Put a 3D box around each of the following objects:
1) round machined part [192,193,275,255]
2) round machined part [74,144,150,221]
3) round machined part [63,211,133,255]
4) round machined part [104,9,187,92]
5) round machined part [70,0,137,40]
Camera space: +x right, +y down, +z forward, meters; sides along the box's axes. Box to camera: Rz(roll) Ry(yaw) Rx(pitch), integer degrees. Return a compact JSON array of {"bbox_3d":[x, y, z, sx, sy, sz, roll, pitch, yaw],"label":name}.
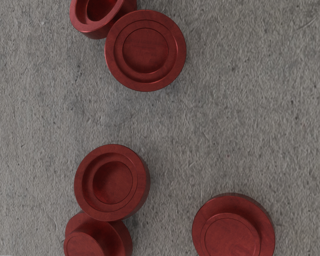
[{"bbox_3d":[0.085,0.130,0.370,0.098,0.042,0.097,0,90,20],"label":"round machined part"},{"bbox_3d":[-0.060,0.073,0.412,0.098,0.042,0.098,-4,72,13],"label":"round machined part"},{"bbox_3d":[-0.090,0.160,0.420,0.098,0.042,0.097,7,107,23],"label":"round machined part"},{"bbox_3d":[-0.018,-0.098,0.391,0.099,0.042,0.097,-2,113,-4],"label":"round machined part"},{"bbox_3d":[-0.070,-0.163,0.415,0.098,0.042,0.098,-9,71,28],"label":"round machined part"}]
